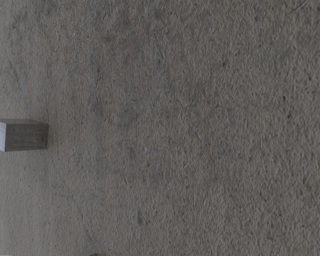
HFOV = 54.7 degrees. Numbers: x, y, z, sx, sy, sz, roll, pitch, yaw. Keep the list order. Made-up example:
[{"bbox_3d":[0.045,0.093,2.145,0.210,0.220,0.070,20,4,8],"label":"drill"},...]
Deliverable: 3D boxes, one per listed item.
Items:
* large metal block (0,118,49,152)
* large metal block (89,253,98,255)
[{"bbox_3d":[-0.274,0.011,0.596,0.080,0.081,0.050,11,97,39],"label":"large metal block"},{"bbox_3d":[-0.128,0.260,0.495,0.080,0.050,0.080,-42,65,32],"label":"large metal block"}]
